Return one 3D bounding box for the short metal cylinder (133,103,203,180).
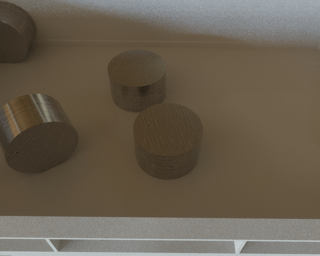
[{"bbox_3d":[0.009,0.015,0.376,0.081,0.050,0.080,0,50,0],"label":"short metal cylinder"}]

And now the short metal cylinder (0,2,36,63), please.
[{"bbox_3d":[-0.246,-0.150,0.493,0.081,0.080,0.050,1,50,0],"label":"short metal cylinder"}]

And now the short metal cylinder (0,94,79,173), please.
[{"bbox_3d":[-0.144,0.007,0.362,0.081,0.080,0.050,-25,55,-20],"label":"short metal cylinder"}]

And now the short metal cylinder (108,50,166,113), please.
[{"bbox_3d":[-0.032,-0.068,0.446,0.081,0.050,0.080,0,50,0],"label":"short metal cylinder"}]
